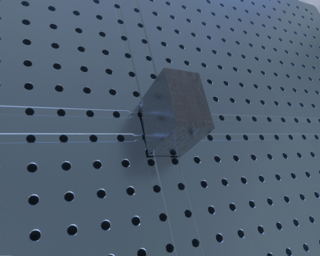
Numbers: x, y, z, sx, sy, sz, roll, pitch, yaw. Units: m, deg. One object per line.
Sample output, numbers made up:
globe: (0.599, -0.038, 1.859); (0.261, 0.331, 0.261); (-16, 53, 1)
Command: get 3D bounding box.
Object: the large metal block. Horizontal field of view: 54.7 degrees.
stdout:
large metal block: (0.017, -0.017, 0.393); (0.050, 0.080, 0.080); (3, 60, -27)
